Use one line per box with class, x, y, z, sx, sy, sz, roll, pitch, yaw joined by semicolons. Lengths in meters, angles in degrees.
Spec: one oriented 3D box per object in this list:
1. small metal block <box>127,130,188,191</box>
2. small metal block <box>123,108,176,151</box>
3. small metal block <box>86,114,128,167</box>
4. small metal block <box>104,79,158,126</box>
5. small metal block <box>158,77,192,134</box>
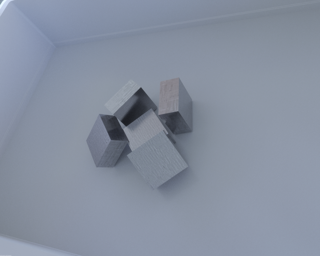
small metal block;-0.002;0.037;0.364;0.050;0.025;0.050;-35;88;4
small metal block;-0.016;0.011;0.403;0.050;0.025;0.050;-36;51;4
small metal block;-0.072;0.017;0.414;0.050;0.025;0.050;-58;45;29
small metal block;-0.039;-0.030;0.424;0.050;0.050;0.025;-45;51;-3
small metal block;0.021;-0.027;0.391;0.025;0.050;0.050;-10;57;21
